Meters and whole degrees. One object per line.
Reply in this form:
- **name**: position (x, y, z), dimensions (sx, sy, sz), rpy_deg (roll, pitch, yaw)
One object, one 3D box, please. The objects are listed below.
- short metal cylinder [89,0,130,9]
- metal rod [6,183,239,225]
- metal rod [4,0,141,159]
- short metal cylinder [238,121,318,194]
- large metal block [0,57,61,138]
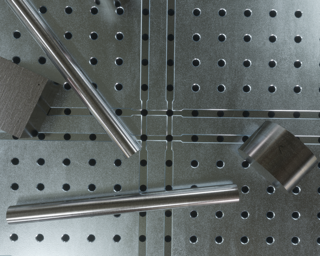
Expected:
- **short metal cylinder**: position (-0.069, -0.203, 0.400), dimensions (0.081, 0.050, 0.079), rpy_deg (0, 90, 0)
- **metal rod**: position (-0.048, 0.101, 0.412), dimensions (0.302, 0.025, 0.025), rpy_deg (-6, 90, 0)
- **metal rod**: position (-0.126, -0.085, 0.412), dimensions (0.025, 0.025, 0.299), rpy_deg (-37, 90, 0)
- **short metal cylinder**: position (0.145, 0.036, 0.387), dimensions (0.080, 0.080, 0.050), rpy_deg (44, 90, 0)
- **large metal block**: position (-0.189, -0.040, 0.399), dimensions (0.080, 0.050, 0.080), rpy_deg (25, 90, 0)
